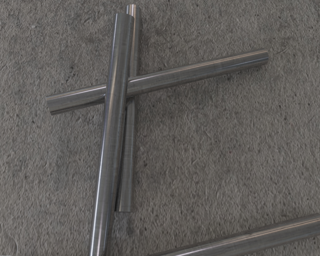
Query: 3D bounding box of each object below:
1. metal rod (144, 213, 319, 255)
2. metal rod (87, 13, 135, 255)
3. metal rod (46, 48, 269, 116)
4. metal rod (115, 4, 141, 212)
[{"bbox_3d":[0.043,0.140,0.343,0.302,0.025,0.025,-10,70,-9],"label":"metal rod"},{"bbox_3d":[-0.057,0.014,0.363,0.025,0.025,0.298,5,85,2],"label":"metal rod"},{"bbox_3d":[0.007,-0.065,0.411,0.302,0.025,0.025,-15,71,-14],"label":"metal rod"},{"bbox_3d":[-0.043,-0.040,0.422,0.025,0.025,0.299,1,70,0],"label":"metal rod"}]
